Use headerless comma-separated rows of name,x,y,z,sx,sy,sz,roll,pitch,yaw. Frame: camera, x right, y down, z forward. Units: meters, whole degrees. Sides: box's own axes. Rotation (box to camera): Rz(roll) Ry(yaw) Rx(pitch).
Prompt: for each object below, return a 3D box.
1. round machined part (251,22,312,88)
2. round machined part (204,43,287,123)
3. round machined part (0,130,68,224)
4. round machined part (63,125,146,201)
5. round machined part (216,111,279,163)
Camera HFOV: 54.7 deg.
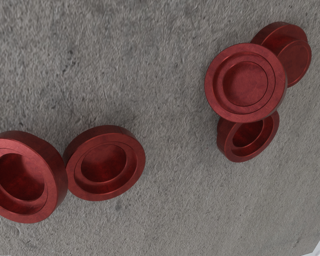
round machined part,0.168,-0.093,0.430,0.099,0.042,0.097,-14,124,-21
round machined part,0.110,-0.055,0.394,0.042,0.098,0.097,-3,125,-61
round machined part,-0.141,0.048,0.327,0.098,0.042,0.097,5,111,12
round machined part,-0.071,0.038,0.381,0.099,0.042,0.097,-14,124,-21
round machined part,0.124,0.000,0.461,0.099,0.042,0.097,-17,129,-21
